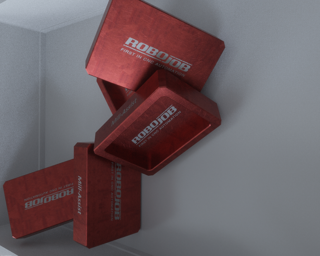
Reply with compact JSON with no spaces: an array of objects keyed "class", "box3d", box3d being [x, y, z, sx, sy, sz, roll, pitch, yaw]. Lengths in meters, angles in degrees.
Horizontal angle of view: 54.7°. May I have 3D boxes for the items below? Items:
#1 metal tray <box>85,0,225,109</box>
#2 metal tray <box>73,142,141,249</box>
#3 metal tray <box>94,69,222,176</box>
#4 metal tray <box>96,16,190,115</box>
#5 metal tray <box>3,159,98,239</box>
[{"class":"metal tray","box3d":[-0.005,-0.082,0.344,0.089,0.131,0.030,-62,24,21]},{"class":"metal tray","box3d":[-0.069,0.083,0.417,0.030,0.091,0.129,1,91,43]},{"class":"metal tray","box3d":[-0.006,0.001,0.365,0.129,0.090,0.030,-41,36,32]},{"class":"metal tray","box3d":[-0.026,-0.073,0.422,0.129,0.030,0.090,-42,65,31]},{"class":"metal tray","box3d":[-0.169,0.109,0.488,0.131,0.030,0.090,-19,73,-5]}]
